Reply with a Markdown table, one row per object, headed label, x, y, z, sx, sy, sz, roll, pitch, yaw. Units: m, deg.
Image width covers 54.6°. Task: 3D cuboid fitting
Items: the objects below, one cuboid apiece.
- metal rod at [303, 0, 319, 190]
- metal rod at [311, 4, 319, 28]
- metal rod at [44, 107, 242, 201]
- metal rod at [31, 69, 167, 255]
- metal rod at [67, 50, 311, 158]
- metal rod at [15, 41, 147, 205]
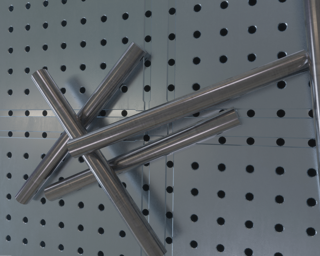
| label | x | y | z | sx | sy | sz | roll | pitch | yaw |
| --- | --- | --- | --- | --- | --- | --- | --- | --- | --- |
| metal rod | 0.176 | -0.042 | 0.333 | 0.025 | 0.025 | 0.298 | -6 | 94 | 20 |
| metal rod | 0.201 | -0.049 | 0.341 | 0.025 | 0.025 | 0.299 | -13 | 86 | 19 |
| metal rod | -0.036 | 0.042 | 0.425 | 0.300 | 0.025 | 0.025 | -24 | 82 | 18 |
| metal rod | -0.087 | 0.042 | 0.416 | 0.025 | 0.025 | 0.299 | -39 | 78 | 16 |
| metal rod | 0.028 | -0.026 | 0.375 | 0.301 | 0.025 | 0.025 | -21 | 83 | 8 |
| metal rod | -0.122 | 0.001 | 0.456 | 0.025 | 0.025 | 0.299 | 44 | 103 | 14 |
